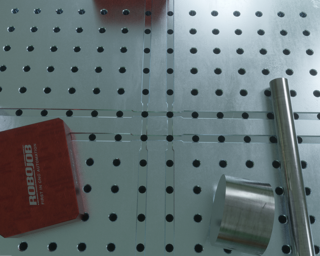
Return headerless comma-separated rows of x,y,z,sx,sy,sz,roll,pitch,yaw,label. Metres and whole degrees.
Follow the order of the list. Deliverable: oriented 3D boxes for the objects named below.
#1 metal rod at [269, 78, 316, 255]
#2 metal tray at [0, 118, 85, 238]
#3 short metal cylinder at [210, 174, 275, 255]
0.167,0.076,0.385,0.025,0.025,0.299,0,70,0,metal rod
-0.152,0.060,0.386,0.091,0.030,0.130,-14,71,-5,metal tray
0.090,0.096,0.348,0.050,0.080,0.080,11,71,4,short metal cylinder
